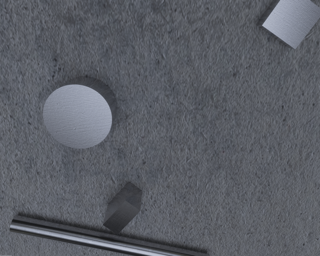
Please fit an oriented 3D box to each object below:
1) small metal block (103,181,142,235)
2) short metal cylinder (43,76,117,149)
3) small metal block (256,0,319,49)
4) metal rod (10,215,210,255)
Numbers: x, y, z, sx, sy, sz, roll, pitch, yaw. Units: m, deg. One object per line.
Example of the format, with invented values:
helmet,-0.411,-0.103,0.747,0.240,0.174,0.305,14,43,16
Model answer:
small metal block,-0.052,0.111,0.437,0.025,0.050,0.050,38,105,-13
short metal cylinder,-0.097,-0.021,0.388,0.081,0.050,0.079,0,110,-1
small metal block,0.152,-0.129,0.364,0.050,0.025,0.050,31,107,-11
metal rod,-0.071,0.176,0.473,0.302,0.025,0.025,14,110,-6
